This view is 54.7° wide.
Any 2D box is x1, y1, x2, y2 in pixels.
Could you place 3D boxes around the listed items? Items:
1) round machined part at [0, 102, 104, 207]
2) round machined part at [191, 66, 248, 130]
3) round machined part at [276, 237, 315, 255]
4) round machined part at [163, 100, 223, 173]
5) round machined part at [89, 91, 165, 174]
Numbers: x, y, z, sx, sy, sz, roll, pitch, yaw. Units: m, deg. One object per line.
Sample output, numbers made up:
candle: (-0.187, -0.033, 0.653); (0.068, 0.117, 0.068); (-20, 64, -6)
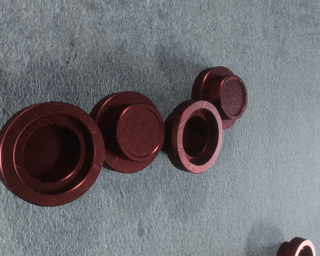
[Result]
round machined part: (-0.108, 0.024, 0.303); (0.099, 0.042, 0.097); (0, 90, -40)
round machined part: (0.097, -0.046, 0.475); (0.099, 0.042, 0.097); (0, 90, -40)
round machined part: (0.268, 0.267, 0.618); (0.099, 0.042, 0.097); (0, 90, -40)
round machined part: (0.040, 0.010, 0.423); (0.099, 0.042, 0.097); (-6, 98, -44)
round machined part: (-0.033, 0.005, 0.366); (0.099, 0.042, 0.097); (0, 90, -40)
